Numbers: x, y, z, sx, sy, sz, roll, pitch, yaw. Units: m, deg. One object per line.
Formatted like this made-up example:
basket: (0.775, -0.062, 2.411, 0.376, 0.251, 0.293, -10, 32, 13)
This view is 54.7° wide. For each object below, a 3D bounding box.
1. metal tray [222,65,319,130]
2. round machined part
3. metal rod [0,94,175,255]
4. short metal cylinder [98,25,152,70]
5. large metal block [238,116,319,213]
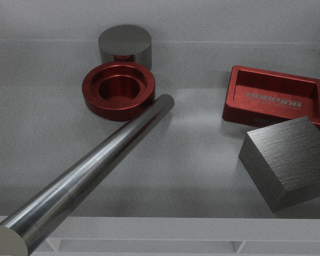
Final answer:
metal tray: (0.160, -0.040, 0.437, 0.131, 0.030, 0.090, 12, 51, 9)
round machined part: (-0.056, -0.047, 0.433, 0.099, 0.042, 0.098, 0, 50, 0)
metal rod: (-0.037, 0.014, 0.304, 0.025, 0.025, 0.301, 16, 24, 13)
short metal cylinder: (-0.053, -0.118, 0.488, 0.081, 0.050, 0.080, 0, 50, 0)
large metal block: (0.150, 0.040, 0.357, 0.081, 0.050, 0.080, -15, 52, -12)
